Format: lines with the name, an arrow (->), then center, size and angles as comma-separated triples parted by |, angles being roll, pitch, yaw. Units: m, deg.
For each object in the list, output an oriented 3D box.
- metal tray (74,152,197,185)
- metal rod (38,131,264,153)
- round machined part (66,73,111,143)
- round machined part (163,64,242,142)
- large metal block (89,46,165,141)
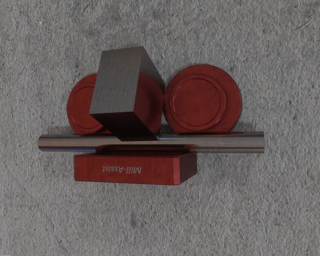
metal tray -> -0.027, 0.046, 0.384 | 0.130, 0.090, 0.030 | -1, 90, 19
metal rod -> -0.025, 0.019, 0.396 | 0.301, 0.025, 0.025 | -1, 90, 19
round machined part -> -0.088, -0.027, 0.429 | 0.098, 0.042, 0.097 | 0, 90, 19
round machined part -> 0.050, -0.030, 0.382 | 0.098, 0.042, 0.097 | 0, 90, 19
large metal block -> -0.033, -0.036, 0.363 | 0.050, 0.080, 0.080 | -2, 66, 19
